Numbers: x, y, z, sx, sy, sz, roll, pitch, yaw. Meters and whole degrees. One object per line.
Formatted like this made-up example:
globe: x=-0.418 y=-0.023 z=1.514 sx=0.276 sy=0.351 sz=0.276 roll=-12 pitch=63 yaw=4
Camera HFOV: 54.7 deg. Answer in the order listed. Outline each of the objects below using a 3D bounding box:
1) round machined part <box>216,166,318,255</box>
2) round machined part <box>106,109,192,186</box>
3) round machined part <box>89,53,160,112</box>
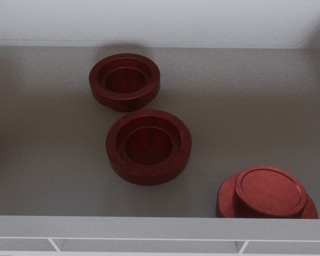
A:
round machined part: x=0.108 y=0.076 z=0.315 sx=0.099 sy=0.042 sz=0.098 roll=0 pitch=35 yaw=0
round machined part: x=-0.013 y=0.027 z=0.371 sx=0.099 sy=0.042 sz=0.098 roll=0 pitch=50 yaw=0
round machined part: x=-0.049 y=-0.061 z=0.445 sx=0.099 sy=0.042 sz=0.098 roll=0 pitch=50 yaw=0
